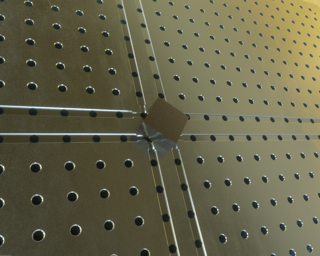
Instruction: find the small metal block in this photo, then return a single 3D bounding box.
[{"bbox_3d":[0.004,-0.006,0.413,0.050,0.025,0.050,34,52,-7],"label":"small metal block"}]
